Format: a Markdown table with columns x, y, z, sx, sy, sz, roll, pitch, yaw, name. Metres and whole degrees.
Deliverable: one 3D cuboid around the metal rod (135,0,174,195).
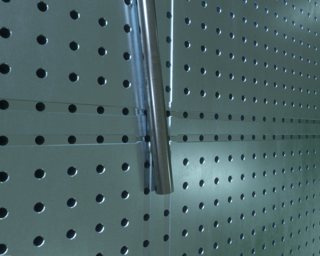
| x | y | z | sx | sy | sz | roll | pitch | yaw | name |
| --- | --- | --- | --- | --- | --- | --- | --- | --- | --- |
| -0.009 | -0.063 | 0.400 | 0.025 | 0.025 | 0.298 | -10 | 96 | -39 | metal rod |
